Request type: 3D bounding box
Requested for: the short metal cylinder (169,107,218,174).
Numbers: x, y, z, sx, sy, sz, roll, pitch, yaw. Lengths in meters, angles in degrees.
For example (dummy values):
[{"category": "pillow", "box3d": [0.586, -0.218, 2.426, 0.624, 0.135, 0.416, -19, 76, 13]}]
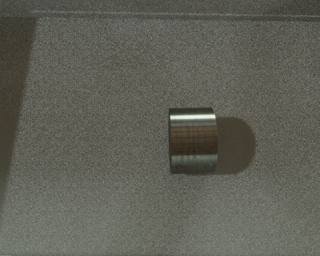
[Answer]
[{"category": "short metal cylinder", "box3d": [0.037, 0.015, 0.375, 0.050, 0.080, 0.080, -1, 70, -1]}]
